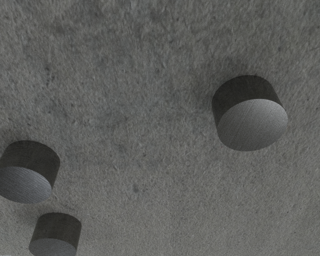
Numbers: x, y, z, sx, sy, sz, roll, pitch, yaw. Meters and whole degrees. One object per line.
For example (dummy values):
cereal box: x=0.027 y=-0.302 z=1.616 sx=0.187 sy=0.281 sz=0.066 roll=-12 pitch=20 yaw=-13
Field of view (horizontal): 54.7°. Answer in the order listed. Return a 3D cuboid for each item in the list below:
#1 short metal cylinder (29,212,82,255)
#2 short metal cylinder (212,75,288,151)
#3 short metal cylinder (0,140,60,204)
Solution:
short metal cylinder: x=-0.186 y=0.196 z=0.555 sx=0.081 sy=0.050 sz=0.079 roll=0 pitch=130 yaw=0
short metal cylinder: x=0.107 y=-0.017 z=0.378 sx=0.081 sy=0.050 sz=0.079 roll=0 pitch=130 yaw=0
short metal cylinder: x=-0.190 y=0.064 z=0.442 sx=0.081 sy=0.050 sz=0.079 roll=0 pitch=130 yaw=0
